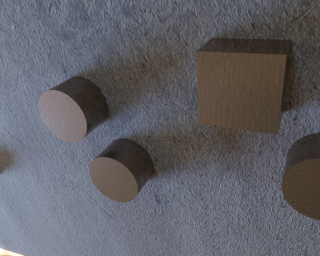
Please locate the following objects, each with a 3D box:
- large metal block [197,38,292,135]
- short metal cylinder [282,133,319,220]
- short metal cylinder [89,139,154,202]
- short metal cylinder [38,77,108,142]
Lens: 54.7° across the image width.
[{"bbox_3d":[0.085,-0.045,0.318,0.080,0.050,0.079,8,122,23],"label":"large metal block"},{"bbox_3d":[0.175,0.052,0.330,0.080,0.050,0.079,13,124,21],"label":"short metal cylinder"},{"bbox_3d":[-0.057,0.063,0.459,0.080,0.050,0.079,13,124,21],"label":"short metal cylinder"},{"bbox_3d":[-0.122,-0.026,0.439,0.080,0.050,0.079,13,124,21],"label":"short metal cylinder"}]
